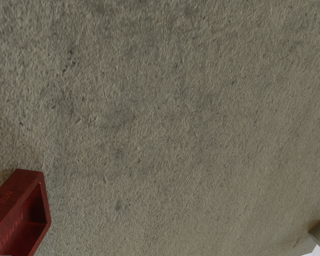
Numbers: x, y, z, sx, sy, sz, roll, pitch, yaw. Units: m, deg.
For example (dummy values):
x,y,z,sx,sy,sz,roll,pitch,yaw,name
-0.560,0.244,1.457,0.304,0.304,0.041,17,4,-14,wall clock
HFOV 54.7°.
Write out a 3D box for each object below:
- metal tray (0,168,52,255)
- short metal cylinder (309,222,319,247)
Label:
x,y,z,sx,sy,sz,roll,pitch,yaw,name
-0.162,0.116,0.325,0.030,0.130,0.089,7,120,6,metal tray
0.422,0.279,0.775,0.050,0.080,0.080,-42,130,0,short metal cylinder
